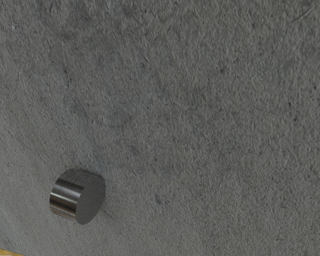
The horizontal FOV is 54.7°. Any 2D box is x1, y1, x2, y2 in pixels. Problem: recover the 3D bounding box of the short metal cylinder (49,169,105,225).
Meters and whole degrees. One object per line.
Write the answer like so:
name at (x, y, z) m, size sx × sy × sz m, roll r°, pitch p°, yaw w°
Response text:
short metal cylinder at (-0.134, 0.112, 0.511) m, size 0.050 × 0.080 × 0.079 m, roll 14°, pitch 124°, yaw 20°
